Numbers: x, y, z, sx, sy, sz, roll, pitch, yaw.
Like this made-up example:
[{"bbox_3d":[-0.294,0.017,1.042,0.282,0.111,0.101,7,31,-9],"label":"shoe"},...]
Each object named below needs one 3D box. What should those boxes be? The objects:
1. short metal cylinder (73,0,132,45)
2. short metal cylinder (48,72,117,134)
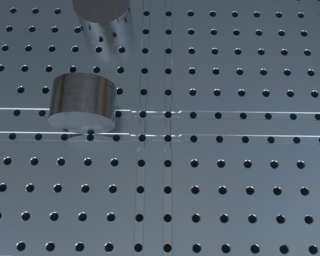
[{"bbox_3d":[-0.083,-0.173,0.461,0.081,0.050,0.080,0,70,-1],"label":"short metal cylinder"},{"bbox_3d":[-0.096,-0.028,0.392,0.081,0.080,0.050,0,70,0],"label":"short metal cylinder"}]
